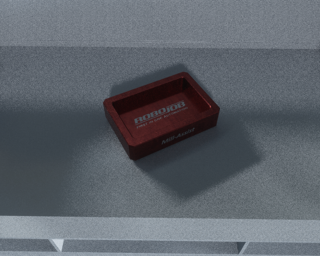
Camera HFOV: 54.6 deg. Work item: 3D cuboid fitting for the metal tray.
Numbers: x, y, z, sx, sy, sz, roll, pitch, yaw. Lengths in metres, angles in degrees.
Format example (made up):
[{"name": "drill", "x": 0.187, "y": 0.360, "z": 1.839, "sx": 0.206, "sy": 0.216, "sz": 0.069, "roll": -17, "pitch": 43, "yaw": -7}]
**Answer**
[{"name": "metal tray", "x": 0.002, "y": -0.021, "z": 0.415, "sx": 0.131, "sy": 0.030, "sz": 0.090, "roll": -22, "pitch": 54, "yaw": -18}]
